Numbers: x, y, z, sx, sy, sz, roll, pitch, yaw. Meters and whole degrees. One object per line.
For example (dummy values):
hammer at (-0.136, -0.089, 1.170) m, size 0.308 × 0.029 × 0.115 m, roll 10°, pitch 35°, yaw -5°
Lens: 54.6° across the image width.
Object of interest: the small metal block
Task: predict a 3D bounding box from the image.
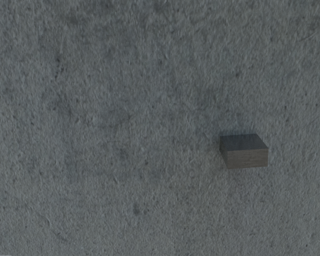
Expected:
small metal block at (0.109, 0.030, 0.408) m, size 0.050 × 0.050 × 0.025 m, roll -4°, pitch 110°, yaw 1°
